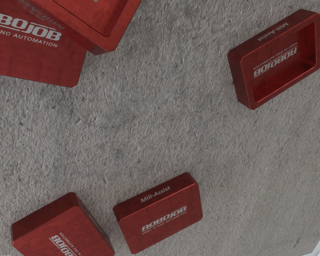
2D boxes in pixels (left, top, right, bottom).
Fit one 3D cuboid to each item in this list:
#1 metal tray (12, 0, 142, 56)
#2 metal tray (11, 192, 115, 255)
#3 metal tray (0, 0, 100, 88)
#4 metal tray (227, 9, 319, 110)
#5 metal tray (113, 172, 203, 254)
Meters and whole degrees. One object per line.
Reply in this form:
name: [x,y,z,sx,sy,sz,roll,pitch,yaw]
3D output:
metal tray: [-0.077,-0.131,0.248,0.131,0.030,0.090,31,79,-30]
metal tray: [-0.129,0.158,0.431,0.090,0.030,0.129,-29,128,-10]
metal tray: [-0.130,-0.093,0.275,0.131,0.030,0.089,8,115,-32]
metal tray: [0.164,-0.095,0.434,0.131,0.030,0.090,-31,129,-8]
metal tray: [0.001,0.134,0.487,0.131,0.030,0.089,-23,127,-15]
